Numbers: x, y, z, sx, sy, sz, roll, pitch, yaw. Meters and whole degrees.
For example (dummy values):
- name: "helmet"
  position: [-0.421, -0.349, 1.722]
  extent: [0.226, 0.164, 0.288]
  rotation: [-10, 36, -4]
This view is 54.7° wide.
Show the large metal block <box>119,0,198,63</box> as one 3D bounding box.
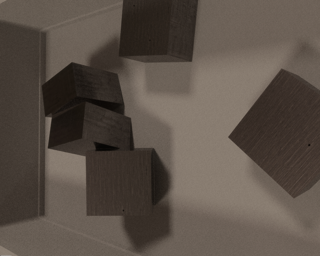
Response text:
- name: "large metal block"
  position: [-0.003, -0.127, 0.391]
  extent: [0.080, 0.050, 0.079]
  rotation: [9, 96, 39]

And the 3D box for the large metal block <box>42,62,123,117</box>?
- name: "large metal block"
  position: [-0.116, -0.050, 0.462]
  extent: [0.080, 0.081, 0.050]
  rotation: [-23, 72, 37]

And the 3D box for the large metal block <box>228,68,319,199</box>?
- name: "large metal block"
  position: [0.126, 0.004, 0.286]
  extent: [0.080, 0.050, 0.080]
  rotation: [47, 118, 29]

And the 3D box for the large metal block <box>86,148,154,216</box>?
- name: "large metal block"
  position: [-0.050, 0.068, 0.405]
  extent: [0.080, 0.050, 0.079]
  rotation: [-1, 90, 2]

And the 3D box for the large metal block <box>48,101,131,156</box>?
- name: "large metal block"
  position: [-0.100, 0.007, 0.444]
  extent: [0.080, 0.080, 0.050]
  rotation: [-15, 66, 39]
